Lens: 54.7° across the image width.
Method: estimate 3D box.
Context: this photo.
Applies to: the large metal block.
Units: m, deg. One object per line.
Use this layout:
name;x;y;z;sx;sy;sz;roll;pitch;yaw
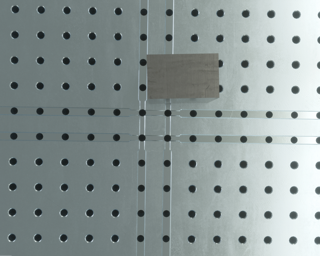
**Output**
large metal block;0.026;-0.058;0.386;0.081;0.080;0.050;-1;90;-1
